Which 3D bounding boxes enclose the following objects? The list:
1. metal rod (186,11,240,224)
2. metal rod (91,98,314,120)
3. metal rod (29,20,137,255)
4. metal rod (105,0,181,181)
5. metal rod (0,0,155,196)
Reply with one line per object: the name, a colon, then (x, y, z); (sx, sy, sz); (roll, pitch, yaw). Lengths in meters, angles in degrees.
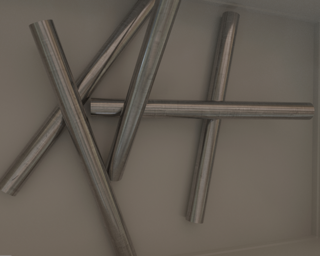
metal rod: (0.076, -0.018, 0.439); (0.025, 0.025, 0.298); (12, 86, -20)
metal rod: (0.063, -0.024, 0.410); (0.302, 0.025, 0.025); (0, 90, -12)
metal rod: (-0.083, 0.029, 0.360); (0.025, 0.025, 0.298); (-22, 105, -19)
metal rod: (-0.013, -0.071, 0.339); (0.025, 0.025, 0.298); (12, 112, -20)
metal rod: (-0.091, -0.052, 0.377); (0.025, 0.025, 0.300); (38, 78, -17)
